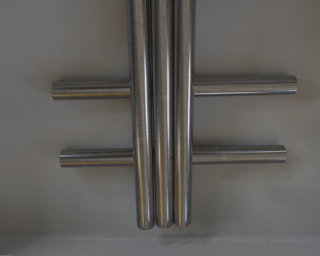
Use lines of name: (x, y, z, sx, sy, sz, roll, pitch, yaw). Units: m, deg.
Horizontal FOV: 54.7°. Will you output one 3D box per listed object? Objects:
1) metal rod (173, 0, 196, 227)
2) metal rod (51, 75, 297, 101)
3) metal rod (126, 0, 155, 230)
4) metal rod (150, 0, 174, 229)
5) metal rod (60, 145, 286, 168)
metal rod: (0.028, -0.010, 0.379, 0.025, 0.025, 0.298, -1, 110, 0)
metal rod: (0.018, -0.051, 0.392, 0.302, 0.025, 0.025, -1, 110, 0)
metal rod: (-0.022, -0.006, 0.380, 0.025, 0.025, 0.298, -1, 110, 0)
metal rod: (0.004, -0.008, 0.379, 0.025, 0.025, 0.298, -1, 110, 0)
metal rod: (0.018, 0.039, 0.425, 0.302, 0.025, 0.025, -1, 110, 0)
